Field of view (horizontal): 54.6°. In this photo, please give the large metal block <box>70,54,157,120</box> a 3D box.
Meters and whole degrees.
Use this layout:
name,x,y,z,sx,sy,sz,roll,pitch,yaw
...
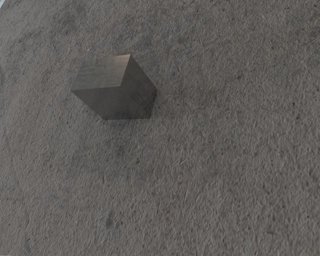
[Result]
name,x,y,z,sx,sy,sz,roll,pitch,yaw
large metal block,-0.061,-0.053,0.435,0.080,0.080,0.050,-1,61,28
